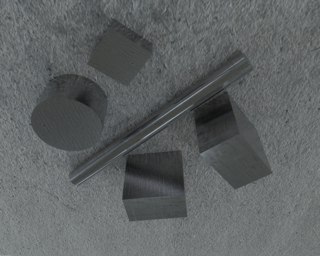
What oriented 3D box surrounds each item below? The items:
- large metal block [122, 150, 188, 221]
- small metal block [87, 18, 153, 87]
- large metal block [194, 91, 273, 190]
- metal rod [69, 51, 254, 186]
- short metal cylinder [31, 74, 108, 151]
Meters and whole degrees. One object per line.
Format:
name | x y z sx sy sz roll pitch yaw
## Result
large metal block | -0.005 0.081 0.440 0.080 0.080 0.050 -5 130 4
small metal block | -0.043 -0.081 0.338 0.050 0.025 0.050 28 125 -22
large metal block | 0.089 0.015 0.385 0.050 0.080 0.080 -31 124 23
metal rod | -0.015 0.001 0.407 0.299 0.025 0.025 -34 123 25
short metal cylinder | -0.107 -0.018 0.375 0.081 0.050 0.079 0 130 0
